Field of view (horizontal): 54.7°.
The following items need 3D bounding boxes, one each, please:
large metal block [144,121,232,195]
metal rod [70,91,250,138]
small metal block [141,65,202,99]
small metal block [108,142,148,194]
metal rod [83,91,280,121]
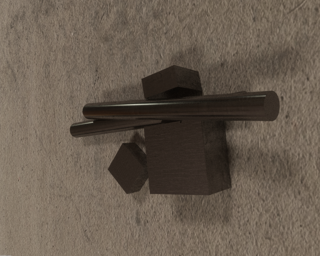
[{"bbox_3d":[0.031,0.033,0.361,0.080,0.050,0.080,-9,85,39],"label":"large metal block"},{"bbox_3d":[-0.024,-0.012,0.422,0.300,0.025,0.025,-8,85,39],"label":"metal rod"},{"bbox_3d":[0.015,-0.052,0.375,0.050,0.050,0.025,-16,80,38],"label":"small metal block"},{"bbox_3d":[-0.041,0.056,0.436,0.050,0.025,0.050,45,117,30],"label":"small metal block"},{"bbox_3d":[-0.008,-0.022,0.363,0.300,0.025,0.025,2,92,48],"label":"metal rod"}]
